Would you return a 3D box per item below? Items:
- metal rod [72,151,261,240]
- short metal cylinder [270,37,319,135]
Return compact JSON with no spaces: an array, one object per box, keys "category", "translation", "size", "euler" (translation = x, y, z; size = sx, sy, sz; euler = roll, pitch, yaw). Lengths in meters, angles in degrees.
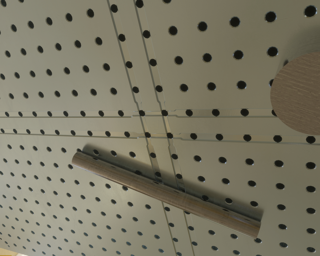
[{"category":"metal rod","translation":[-0.001,0.096,0.469],"size":[0.301,0.025,0.025],"euler":[18,126,17]},{"category":"short metal cylinder","translation":[0.150,-0.040,0.291],"size":[0.080,0.050,0.079],"euler":[13,124,20]}]
